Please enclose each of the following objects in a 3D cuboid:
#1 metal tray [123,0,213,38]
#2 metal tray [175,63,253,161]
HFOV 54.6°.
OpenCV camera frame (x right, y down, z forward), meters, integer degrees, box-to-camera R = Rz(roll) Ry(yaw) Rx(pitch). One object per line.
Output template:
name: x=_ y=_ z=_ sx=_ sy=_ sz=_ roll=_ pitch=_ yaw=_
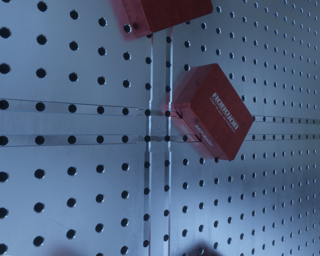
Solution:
metal tray: x=0.010 y=-0.182 z=0.413 sx=0.131 sy=0.030 sz=0.090 roll=-31 pitch=110 yaw=-35
metal tray: x=0.088 y=-0.023 z=0.478 sx=0.130 sy=0.030 sz=0.090 roll=48 pitch=61 yaw=-29
